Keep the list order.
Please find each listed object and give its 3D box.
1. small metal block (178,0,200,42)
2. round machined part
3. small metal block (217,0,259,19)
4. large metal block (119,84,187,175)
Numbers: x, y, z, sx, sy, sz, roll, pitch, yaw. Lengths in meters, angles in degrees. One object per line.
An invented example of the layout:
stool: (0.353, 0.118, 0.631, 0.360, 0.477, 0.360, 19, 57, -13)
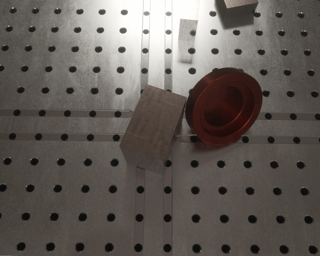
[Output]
small metal block: (0.043, -0.165, 0.459, 0.025, 0.050, 0.050, 6, 70, 2)
round machined part: (0.077, -0.031, 0.396, 0.099, 0.098, 0.042, -24, 35, -9)
small metal block: (0.120, -0.204, 0.488, 0.050, 0.025, 0.050, -12, 71, -5)
large metal block: (-0.006, 0.005, 0.381, 0.050, 0.080, 0.080, 19, 71, 6)
